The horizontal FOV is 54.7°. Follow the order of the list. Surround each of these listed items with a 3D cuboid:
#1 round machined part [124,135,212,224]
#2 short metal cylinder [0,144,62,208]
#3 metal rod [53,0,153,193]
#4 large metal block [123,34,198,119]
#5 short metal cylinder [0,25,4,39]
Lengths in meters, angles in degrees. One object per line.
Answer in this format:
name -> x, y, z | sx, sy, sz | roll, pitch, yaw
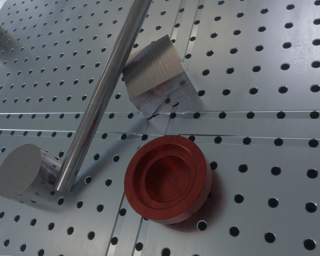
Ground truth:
round machined part -> 0.012, 0.060, 0.354 | 0.098, 0.042, 0.098 | -13, 56, 21
short metal cylinder -> -0.185, 0.069, 0.447 | 0.080, 0.050, 0.080 | -13, 56, 21
metal rod -> -0.077, -0.053, 0.430 | 0.025, 0.025, 0.299 | 23, 90, 36
large metal block -> -0.004, -0.073, 0.439 | 0.080, 0.050, 0.080 | -27, 52, 11
short metal cylinder -> -0.441, -0.241, 0.772 | 0.080, 0.050, 0.080 | -13, 56, 21
